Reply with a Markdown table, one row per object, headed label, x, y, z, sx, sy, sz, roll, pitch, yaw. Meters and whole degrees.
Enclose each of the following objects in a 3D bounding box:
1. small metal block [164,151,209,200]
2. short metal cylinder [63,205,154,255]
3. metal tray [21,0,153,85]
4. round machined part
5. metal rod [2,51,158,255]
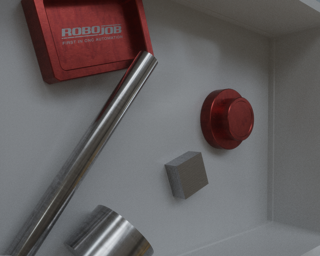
| label | x | y | z | sx | sy | sz | roll | pitch | yaw |
| --- | --- | --- | --- | --- | --- | --- | --- | --- | --- |
| small metal block | 0.039 | 0.066 | 0.442 | 0.050 | 0.025 | 0.050 | -24 | 106 | -38 |
| short metal cylinder | -0.054 | 0.128 | 0.328 | 0.050 | 0.080 | 0.080 | -47 | 119 | -30 |
| metal tray | -0.072 | -0.105 | 0.343 | 0.131 | 0.030 | 0.089 | -21 | 103 | -38 |
| round machined part | 0.113 | -0.014 | 0.493 | 0.099 | 0.042 | 0.097 | 0 | 90 | -40 |
| metal rod | -0.087 | 0.044 | 0.314 | 0.025 | 0.025 | 0.300 | 41 | 71 | -33 |
